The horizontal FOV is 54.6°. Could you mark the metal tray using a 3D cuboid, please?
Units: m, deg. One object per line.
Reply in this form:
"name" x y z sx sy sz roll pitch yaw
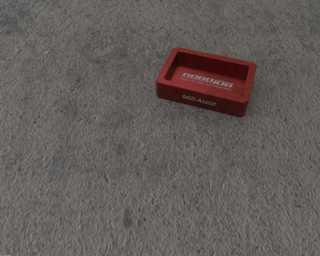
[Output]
"metal tray" 0.069 -0.071 0.460 0.130 0.030 0.090 15 52 12
